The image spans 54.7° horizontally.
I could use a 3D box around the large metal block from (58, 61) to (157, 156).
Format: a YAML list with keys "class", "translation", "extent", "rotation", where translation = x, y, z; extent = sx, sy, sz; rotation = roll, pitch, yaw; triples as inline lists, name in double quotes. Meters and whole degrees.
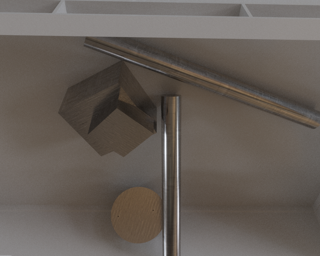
- class: "large metal block"
  translation: [-0.059, -0.022, 0.373]
  extent: [0.080, 0.050, 0.080]
  rotation: [-23, 127, 18]

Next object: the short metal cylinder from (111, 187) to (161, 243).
- class: "short metal cylinder"
  translation: [-0.032, 0.133, 0.476]
  extent: [0.081, 0.080, 0.050]
  rotation: [1, 165, -2]

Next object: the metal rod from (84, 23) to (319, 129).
- class: "metal rod"
  translation: [0.063, -0.054, 0.363]
  extent: [0.302, 0.025, 0.025]
  rotation: [17, 128, -15]

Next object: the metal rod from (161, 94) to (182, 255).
- class: "metal rod"
  translation: [0.015, 0.105, 0.413]
  extent: [0.025, 0.025, 0.298]
  rotation: [-1, 103, 0]

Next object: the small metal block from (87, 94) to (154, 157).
- class: "small metal block"
  translation: [-0.042, -0.001, 0.342]
  extent: [0.050, 0.025, 0.050]
  rotation: [36, 121, -27]
